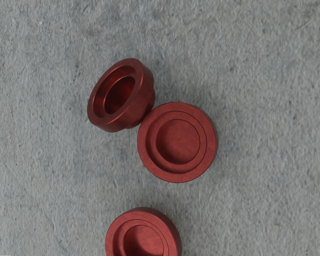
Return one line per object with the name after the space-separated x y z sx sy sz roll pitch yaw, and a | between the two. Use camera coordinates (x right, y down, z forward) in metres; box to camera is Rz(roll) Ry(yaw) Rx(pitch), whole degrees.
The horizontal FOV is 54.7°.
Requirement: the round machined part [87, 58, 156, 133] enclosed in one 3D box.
-0.045 -0.038 0.399 0.098 0.042 0.098 -23 50 31 | round machined part

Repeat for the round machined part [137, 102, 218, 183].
0.024 0.017 0.389 0.098 0.042 0.097 1 92 18 | round machined part

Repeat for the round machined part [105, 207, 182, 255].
-0.018 0.152 0.405 0.098 0.042 0.097 0 90 19 | round machined part
